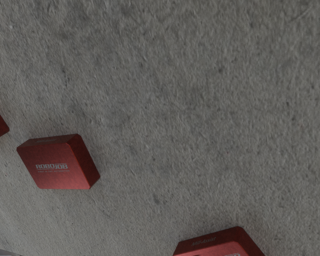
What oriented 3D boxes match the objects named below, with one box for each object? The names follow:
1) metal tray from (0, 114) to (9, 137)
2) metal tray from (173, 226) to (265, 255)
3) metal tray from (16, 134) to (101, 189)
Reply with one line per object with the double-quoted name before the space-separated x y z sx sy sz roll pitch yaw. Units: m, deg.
"metal tray" -0.350 -0.014 0.576 0.130 0.030 0.090 -13 112 33
"metal tray" 0.095 0.208 0.481 0.130 0.030 0.090 -32 101 38
"metal tray" -0.175 0.060 0.530 0.130 0.030 0.090 -6 116 30
